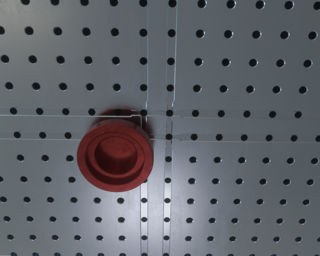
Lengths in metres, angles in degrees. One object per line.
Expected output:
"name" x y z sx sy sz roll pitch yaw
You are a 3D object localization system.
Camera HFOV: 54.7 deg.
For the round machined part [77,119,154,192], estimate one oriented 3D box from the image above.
"round machined part" -0.057 0.033 0.416 0.099 0.042 0.097 0 110 0
